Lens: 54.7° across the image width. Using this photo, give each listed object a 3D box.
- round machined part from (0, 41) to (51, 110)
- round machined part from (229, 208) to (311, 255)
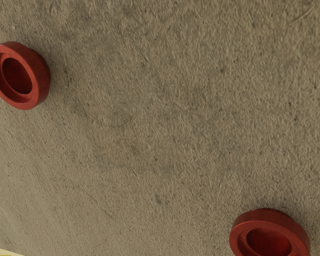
[{"bbox_3d":[-0.201,-0.079,0.453,0.098,0.042,0.097,13,124,21],"label":"round machined part"},{"bbox_3d":[0.145,0.145,0.409,0.098,0.042,0.097,13,124,21],"label":"round machined part"}]
